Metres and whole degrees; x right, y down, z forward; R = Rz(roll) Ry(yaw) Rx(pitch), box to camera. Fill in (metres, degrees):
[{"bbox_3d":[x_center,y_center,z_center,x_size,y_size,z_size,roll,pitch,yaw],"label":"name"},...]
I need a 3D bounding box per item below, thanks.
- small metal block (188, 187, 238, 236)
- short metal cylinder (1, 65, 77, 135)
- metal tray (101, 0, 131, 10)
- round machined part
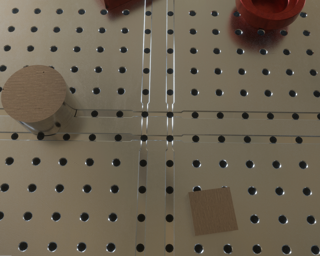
[{"bbox_3d":[0.062,0.101,0.375,0.050,0.025,0.050,-7,70,-3],"label":"small metal block"},{"bbox_3d":[-0.158,-0.036,0.410,0.081,0.050,0.080,0,70,0],"label":"short metal cylinder"},{"bbox_3d":[-0.050,-0.258,0.503,0.131,0.030,0.090,-29,73,-10],"label":"metal tray"},{"bbox_3d":[0.164,-0.190,0.473,0.099,0.042,0.098,0,70,0],"label":"round machined part"}]
